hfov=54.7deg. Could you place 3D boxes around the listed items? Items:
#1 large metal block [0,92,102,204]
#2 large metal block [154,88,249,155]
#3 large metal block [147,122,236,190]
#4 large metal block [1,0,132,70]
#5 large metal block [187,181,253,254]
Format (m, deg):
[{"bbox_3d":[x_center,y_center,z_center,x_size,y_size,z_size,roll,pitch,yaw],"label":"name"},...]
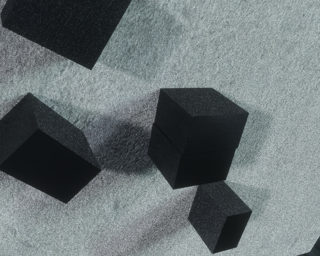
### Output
[{"bbox_3d":[-0.117,0.020,0.321,0.050,0.080,0.080,-44,130,2],"label":"large metal block"},{"bbox_3d":[0.049,-0.013,0.392,0.081,0.080,0.050,-4,121,-27],"label":"large metal block"},{"bbox_3d":[0.039,0.032,0.414,0.081,0.080,0.050,-4,121,-27],"label":"large metal block"},{"bbox_3d":[-0.083,-0.111,0.277,0.080,0.050,0.080,24,105,-37],"label":"large metal block"},{"bbox_3d":[0.096,0.146,0.517,0.050,0.080,0.079,-2,119,-28],"label":"large metal block"}]
